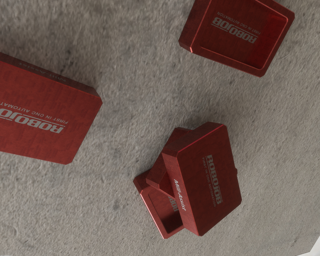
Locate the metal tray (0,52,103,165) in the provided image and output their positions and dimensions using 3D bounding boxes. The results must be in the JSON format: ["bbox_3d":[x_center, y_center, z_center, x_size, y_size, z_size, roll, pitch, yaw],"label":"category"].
[{"bbox_3d":[-0.138,-0.018,0.318,0.131,0.030,0.090,19,108,-36],"label":"metal tray"}]

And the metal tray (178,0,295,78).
[{"bbox_3d":[0.097,-0.122,0.382,0.131,0.030,0.089,10,113,-33],"label":"metal tray"}]

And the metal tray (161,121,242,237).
[{"bbox_3d":[0.061,0.067,0.418,0.091,0.030,0.129,-29,114,-29],"label":"metal tray"}]

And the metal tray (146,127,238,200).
[{"bbox_3d":[0.051,0.069,0.450,0.130,0.030,0.090,39,75,-34],"label":"metal tray"}]

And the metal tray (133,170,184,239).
[{"bbox_3d":[0.022,0.108,0.484,0.090,0.030,0.129,-29,129,-11],"label":"metal tray"}]
